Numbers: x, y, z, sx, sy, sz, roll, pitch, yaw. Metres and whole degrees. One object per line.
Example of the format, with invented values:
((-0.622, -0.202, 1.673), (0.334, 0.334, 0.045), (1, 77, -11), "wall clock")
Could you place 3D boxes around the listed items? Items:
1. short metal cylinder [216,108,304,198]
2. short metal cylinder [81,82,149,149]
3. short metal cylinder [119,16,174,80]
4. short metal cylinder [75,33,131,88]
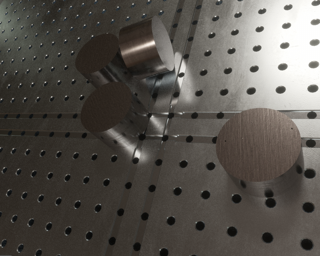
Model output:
((0.104, 0.026, 0.321), (0.080, 0.050, 0.080), (-13, 56, 21), "short metal cylinder")
((-0.063, -0.018, 0.434), (0.080, 0.050, 0.080), (-13, 56, 20), "short metal cylinder")
((-0.017, -0.115, 0.451), (0.050, 0.080, 0.080), (-13, 56, 21), "short metal cylinder")
((-0.088, -0.105, 0.501), (0.080, 0.050, 0.080), (-13, 57, 20), "short metal cylinder")
